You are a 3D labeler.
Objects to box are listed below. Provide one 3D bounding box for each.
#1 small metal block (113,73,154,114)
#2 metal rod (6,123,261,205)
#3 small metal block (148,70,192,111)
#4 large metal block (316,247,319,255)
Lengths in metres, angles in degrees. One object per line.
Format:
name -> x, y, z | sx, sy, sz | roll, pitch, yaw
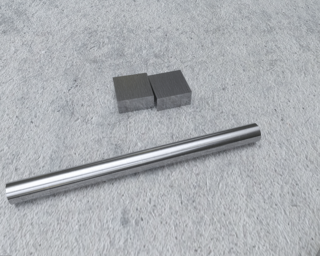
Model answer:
small metal block -> -0.039, -0.051, 0.445 | 0.050, 0.025, 0.050 | -10, 51, -9
metal rod -> -0.021, 0.039, 0.370 | 0.302, 0.025, 0.025 | -13, 52, -11
small metal block -> 0.013, -0.055, 0.450 | 0.050, 0.025, 0.050 | -12, 51, -11
large metal block -> 0.184, 0.128, 0.262 | 0.080, 0.080, 0.050 | 31, 57, 23
